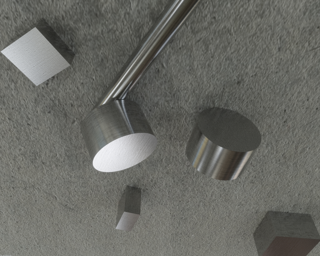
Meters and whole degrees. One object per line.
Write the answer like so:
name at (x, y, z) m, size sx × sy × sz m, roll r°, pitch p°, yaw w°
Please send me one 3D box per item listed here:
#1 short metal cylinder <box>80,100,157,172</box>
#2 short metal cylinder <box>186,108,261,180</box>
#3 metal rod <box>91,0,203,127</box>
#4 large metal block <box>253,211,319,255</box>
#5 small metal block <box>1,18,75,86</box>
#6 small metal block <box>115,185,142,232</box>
short metal cylinder at (-0.050, 0.011, 0.378) m, size 0.081 × 0.050 × 0.080 m, roll -21°, pitch 150°, yaw -12°
short metal cylinder at (0.078, 0.019, 0.388) m, size 0.081 × 0.080 × 0.050 m, roll 9°, pitch 129°, yaw -9°
metal rod at (0.000, -0.097, 0.324) m, size 0.025 × 0.025 × 0.299 m, roll 29°, pitch 124°, yaw -23°
large metal block at (0.227, 0.198, 0.563) m, size 0.081 × 0.050 × 0.079 m, roll 6°, pitch 130°, yaw -6°
small metal block at (-0.131, -0.081, 0.336) m, size 0.050 × 0.025 × 0.050 m, roll -26°, pitch 126°, yaw 19°
small metal block at (-0.051, 0.130, 0.501) m, size 0.025 × 0.050 × 0.050 m, roll 16°, pitch 128°, yaw -13°
